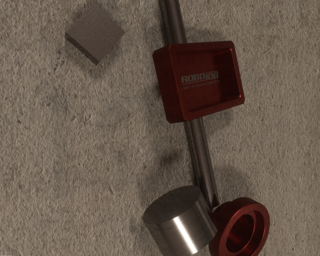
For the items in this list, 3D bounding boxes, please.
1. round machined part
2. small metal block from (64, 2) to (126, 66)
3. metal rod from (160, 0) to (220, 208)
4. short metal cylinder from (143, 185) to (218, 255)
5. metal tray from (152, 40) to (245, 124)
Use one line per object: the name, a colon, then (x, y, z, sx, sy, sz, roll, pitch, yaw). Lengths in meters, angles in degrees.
round machined part: (0.104, 0.142, 0.430, 0.099, 0.042, 0.097, -9, 107, -32)
small metal block: (-0.080, -0.114, 0.380, 0.050, 0.025, 0.050, 41, 77, -16)
metal rod: (0.041, -0.037, 0.425, 0.025, 0.025, 0.298, -14, 95, -20)
short metal cylinder: (0.025, 0.116, 0.391, 0.080, 0.080, 0.050, -30, 100, -18)
metal tray: (0.056, -0.063, 0.402, 0.131, 0.030, 0.089, -17, 97, -42)
